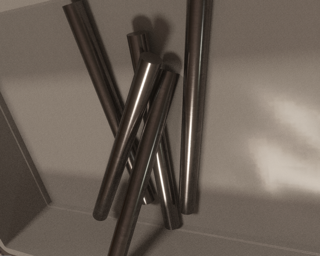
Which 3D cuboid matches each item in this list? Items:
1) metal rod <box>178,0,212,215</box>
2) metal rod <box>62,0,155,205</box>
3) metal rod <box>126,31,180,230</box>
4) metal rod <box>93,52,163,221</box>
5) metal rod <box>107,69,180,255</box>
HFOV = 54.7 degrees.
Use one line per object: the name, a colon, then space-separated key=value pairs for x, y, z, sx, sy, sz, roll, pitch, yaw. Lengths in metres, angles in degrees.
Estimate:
metal rod: x=0.039 y=-0.007 z=0.382 sx=0.025 sy=0.025 sz=0.298 roll=13 pitch=124 yaw=20
metal rod: x=-0.062 y=-0.018 z=0.428 sx=0.025 sy=0.025 sz=0.298 roll=-4 pitch=117 yaw=30
metal rod: x=-0.003 y=0.022 z=0.422 sx=0.025 sy=0.025 sz=0.298 roll=4 pitch=121 yaw=25
metal rod: x=-0.054 y=0.034 z=0.422 sx=0.025 sy=0.025 sz=0.298 roll=29 pitch=128 yaw=9
metal rod: x=-0.029 y=0.074 z=0.394 sx=0.025 sy=0.025 sz=0.298 roll=20 pitch=102 yaw=16
